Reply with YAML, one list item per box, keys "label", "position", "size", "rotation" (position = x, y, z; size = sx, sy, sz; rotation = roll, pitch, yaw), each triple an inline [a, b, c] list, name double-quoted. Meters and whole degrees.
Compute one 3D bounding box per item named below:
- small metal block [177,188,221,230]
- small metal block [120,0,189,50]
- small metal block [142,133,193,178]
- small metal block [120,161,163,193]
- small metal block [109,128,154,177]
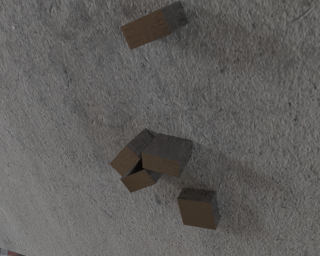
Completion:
- label: "small metal block"
  position: [0.057, 0.117, 0.449]
  size: [0.050, 0.025, 0.050]
  rotation: [0, 119, 28]
- label: "small metal block"
  position: [-0.005, -0.109, 0.326]
  size: [0.050, 0.050, 0.025]
  rotation: [-12, 112, 33]
- label: "small metal block"
  position: [0.010, 0.034, 0.406]
  size: [0.050, 0.050, 0.025]
  rotation: [12, 124, 21]
- label: "small metal block"
  position: [-0.020, 0.061, 0.439]
  size: [0.050, 0.050, 0.025]
  rotation: [-27, 104, 37]
- label: "small metal block"
  position: [-0.036, 0.033, 0.430]
  size: [0.025, 0.050, 0.050]
  rotation: [45, 129, 1]
